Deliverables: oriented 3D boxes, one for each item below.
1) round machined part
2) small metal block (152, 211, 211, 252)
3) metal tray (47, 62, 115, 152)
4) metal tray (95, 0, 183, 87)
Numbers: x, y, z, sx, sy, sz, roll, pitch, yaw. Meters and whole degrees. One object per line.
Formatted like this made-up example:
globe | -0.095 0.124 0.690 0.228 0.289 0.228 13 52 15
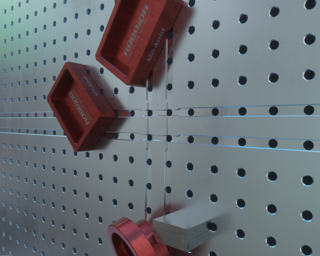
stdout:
round machined part | -0.024 0.159 0.402 0.098 0.042 0.097 37 140 40
small metal block | 0.027 0.122 0.371 0.050 0.050 0.025 2 91 40
metal tray | -0.136 -0.036 0.518 0.090 0.030 0.130 -51 60 27
metal tray | -0.034 -0.135 0.434 0.090 0.030 0.129 41 115 32
